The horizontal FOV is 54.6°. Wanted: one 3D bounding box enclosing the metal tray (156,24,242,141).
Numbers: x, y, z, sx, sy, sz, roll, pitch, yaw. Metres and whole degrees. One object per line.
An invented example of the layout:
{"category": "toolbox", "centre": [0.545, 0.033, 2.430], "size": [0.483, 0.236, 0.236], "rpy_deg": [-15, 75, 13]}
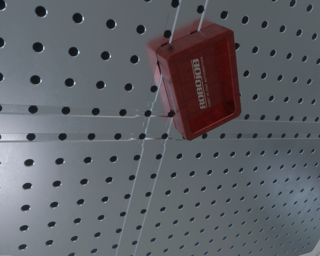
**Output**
{"category": "metal tray", "centre": [0.055, -0.056, 0.402], "size": [0.090, 0.030, 0.129], "rpy_deg": [-26, 128, -12]}
